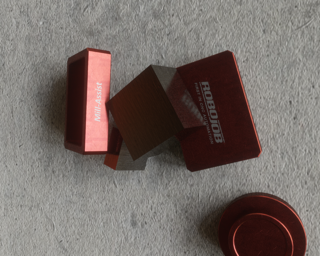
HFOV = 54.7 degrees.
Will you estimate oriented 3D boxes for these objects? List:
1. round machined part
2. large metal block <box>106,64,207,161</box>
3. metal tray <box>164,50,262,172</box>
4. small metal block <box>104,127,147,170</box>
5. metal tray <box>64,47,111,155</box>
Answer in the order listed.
[{"bbox_3d":[0.116,0.127,0.359,0.098,0.042,0.097,0,90,19],"label":"round machined part"},{"bbox_3d":[-0.006,-0.017,0.368,0.080,0.050,0.080,-35,75,32],"label":"large metal block"},{"bbox_3d":[0.064,-0.019,0.383,0.090,0.030,0.129,-16,85,18],"label":"metal tray"},{"bbox_3d":[-0.041,0.028,0.406,0.025,0.050,0.050,19,97,43],"label":"small metal block"},{"bbox_3d":[-0.099,-0.033,0.413,0.090,0.030,0.129,4,92,58],"label":"metal tray"}]
